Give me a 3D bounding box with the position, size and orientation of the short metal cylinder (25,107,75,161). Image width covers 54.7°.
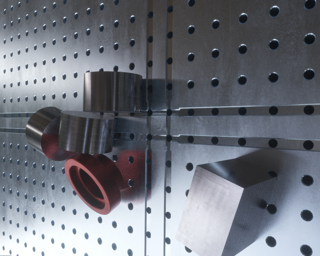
[{"bbox_3d":[-0.173,0.009,0.517,0.050,0.081,0.079,21,104,38],"label":"short metal cylinder"}]

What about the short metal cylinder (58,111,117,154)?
[{"bbox_3d":[-0.108,0.005,0.463,0.080,0.081,0.050,14,99,39],"label":"short metal cylinder"}]

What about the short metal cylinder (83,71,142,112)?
[{"bbox_3d":[-0.065,-0.047,0.427,0.080,0.081,0.050,2,91,40],"label":"short metal cylinder"}]

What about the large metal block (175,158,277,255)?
[{"bbox_3d":[0.069,0.081,0.317,0.050,0.081,0.079,24,105,37],"label":"large metal block"}]

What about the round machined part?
[{"bbox_3d":[-0.092,0.076,0.457,0.098,0.042,0.097,26,135,30],"label":"round machined part"}]
